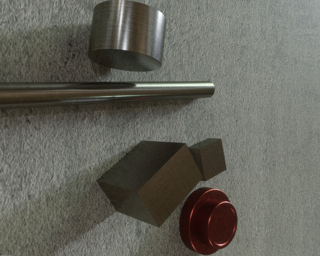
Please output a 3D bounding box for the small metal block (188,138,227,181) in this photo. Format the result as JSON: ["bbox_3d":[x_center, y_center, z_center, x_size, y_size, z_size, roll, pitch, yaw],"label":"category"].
[{"bbox_3d":[0.071,0.046,0.467,0.050,0.025,0.050,-20,103,-39],"label":"small metal block"}]

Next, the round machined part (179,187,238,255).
[{"bbox_3d":[0.079,0.140,0.463,0.099,0.042,0.097,0,90,-40],"label":"round machined part"}]

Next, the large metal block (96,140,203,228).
[{"bbox_3d":[-0.012,0.059,0.361,0.080,0.080,0.050,-42,116,-32],"label":"large metal block"}]

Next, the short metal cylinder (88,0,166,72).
[{"bbox_3d":[-0.035,-0.097,0.341,0.081,0.080,0.050,10,84,-40],"label":"short metal cylinder"}]

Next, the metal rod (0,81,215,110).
[{"bbox_3d":[-0.042,-0.043,0.371,0.302,0.025,0.025,-8,95,-40],"label":"metal rod"}]
